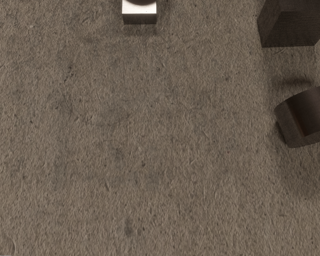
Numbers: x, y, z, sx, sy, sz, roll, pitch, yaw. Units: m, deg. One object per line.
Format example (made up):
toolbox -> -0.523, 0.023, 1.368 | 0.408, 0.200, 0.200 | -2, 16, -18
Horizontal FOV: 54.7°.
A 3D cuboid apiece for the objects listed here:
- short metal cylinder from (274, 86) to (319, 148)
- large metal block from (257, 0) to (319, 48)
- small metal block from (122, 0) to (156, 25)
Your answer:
short metal cylinder -> 0.191, -0.012, 0.386 | 0.081, 0.080, 0.050 | -13, 71, -5
large metal block -> 0.193, -0.160, 0.440 | 0.081, 0.080, 0.050 | -3, 70, -1
small metal block -> -0.031, -0.188, 0.477 | 0.050, 0.025, 0.050 | -1, 70, -1
